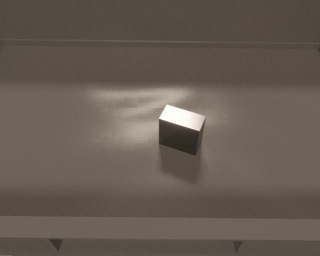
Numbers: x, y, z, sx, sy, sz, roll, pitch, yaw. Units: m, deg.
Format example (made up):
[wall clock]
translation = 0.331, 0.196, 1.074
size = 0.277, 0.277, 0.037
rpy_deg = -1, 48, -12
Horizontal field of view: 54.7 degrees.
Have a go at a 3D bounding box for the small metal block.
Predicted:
[small metal block]
translation = 0.027, 0.003, 0.386
size = 0.050, 0.050, 0.025
rpy_deg = 18, 52, 14
